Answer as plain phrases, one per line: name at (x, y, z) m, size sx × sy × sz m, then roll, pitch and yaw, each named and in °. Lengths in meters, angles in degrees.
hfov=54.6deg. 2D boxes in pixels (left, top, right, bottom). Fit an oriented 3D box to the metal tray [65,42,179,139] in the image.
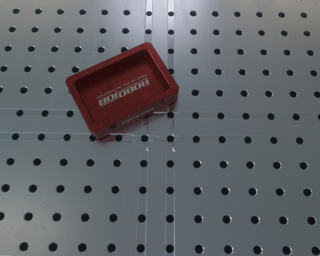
metal tray at (-0.051, -0.053, 0.428) m, size 0.131 × 0.030 × 0.090 m, roll -27°, pitch 72°, yaw -10°
